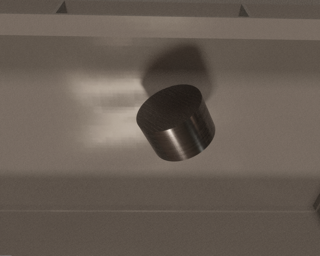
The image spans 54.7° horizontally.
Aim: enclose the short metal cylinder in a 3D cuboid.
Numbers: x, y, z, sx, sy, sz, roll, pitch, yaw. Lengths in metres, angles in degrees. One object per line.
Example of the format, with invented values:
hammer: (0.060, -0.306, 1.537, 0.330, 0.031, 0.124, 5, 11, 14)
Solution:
short metal cylinder: (0.019, -0.007, 0.367, 0.080, 0.080, 0.050, -18, 128, 14)
